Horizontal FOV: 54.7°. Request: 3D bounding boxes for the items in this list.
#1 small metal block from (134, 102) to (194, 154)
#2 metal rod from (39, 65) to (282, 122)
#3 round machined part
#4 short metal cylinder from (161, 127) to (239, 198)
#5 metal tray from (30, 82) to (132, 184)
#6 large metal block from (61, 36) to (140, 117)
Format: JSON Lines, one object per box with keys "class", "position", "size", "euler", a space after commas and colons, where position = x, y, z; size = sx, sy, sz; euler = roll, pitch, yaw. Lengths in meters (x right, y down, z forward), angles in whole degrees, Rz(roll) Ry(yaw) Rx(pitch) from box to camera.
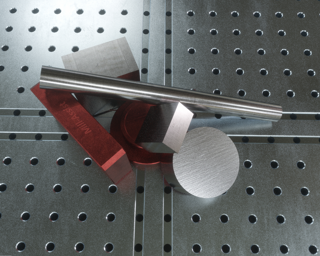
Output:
{"class": "small metal block", "position": [0.004, 0.001, 0.352], "size": [0.025, 0.050, 0.050], "euler": [37, 66, -32]}
{"class": "metal rod", "position": [0.017, -0.037, 0.375], "size": [0.302, 0.025, 0.025], "euler": [7, 69, -19]}
{"class": "round machined part", "position": [-0.016, 0.000, 0.405], "size": [0.099, 0.042, 0.098], "euler": [0, 70, -1]}
{"class": "short metal cylinder", "position": [0.046, 0.041, 0.371], "size": [0.081, 0.050, 0.080], "euler": [2, 83, -15]}
{"class": "metal tray", "position": [-0.091, 0.004, 0.374], "size": [0.030, 0.090, 0.130], "euler": [-42, 76, -14]}
{"class": "large metal block", "position": [-0.071, -0.063, 0.403], "size": [0.080, 0.080, 0.050], "euler": [-20, 72, -7]}
